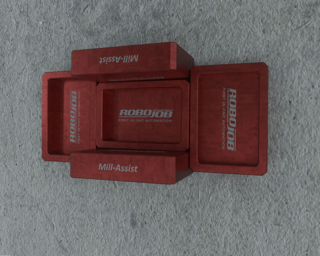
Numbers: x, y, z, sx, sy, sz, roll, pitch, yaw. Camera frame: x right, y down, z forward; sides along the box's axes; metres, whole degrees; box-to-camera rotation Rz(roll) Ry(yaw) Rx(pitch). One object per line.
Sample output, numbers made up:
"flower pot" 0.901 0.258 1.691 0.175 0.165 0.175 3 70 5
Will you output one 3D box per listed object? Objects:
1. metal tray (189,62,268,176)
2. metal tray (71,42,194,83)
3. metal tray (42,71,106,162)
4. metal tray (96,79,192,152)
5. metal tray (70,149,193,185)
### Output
"metal tray" 0.084 -0.011 0.377 0.090 0.030 0.129 1 90 19
"metal tray" -0.031 -0.076 0.386 0.130 0.090 0.030 0 90 19
"metal tray" -0.125 -0.016 0.450 0.090 0.030 0.129 1 90 19
"metal tray" -0.021 -0.016 0.414 0.130 0.030 0.089 1 90 19
"metal tray" -0.032 0.044 0.384 0.130 0.090 0.030 0 90 19
